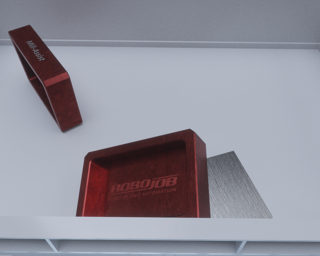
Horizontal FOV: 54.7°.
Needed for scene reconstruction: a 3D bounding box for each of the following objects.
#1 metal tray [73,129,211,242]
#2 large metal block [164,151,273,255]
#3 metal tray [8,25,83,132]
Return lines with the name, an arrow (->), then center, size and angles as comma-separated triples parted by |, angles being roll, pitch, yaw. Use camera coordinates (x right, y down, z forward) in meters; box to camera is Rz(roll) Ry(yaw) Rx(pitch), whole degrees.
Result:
metal tray -> -0.019, 0.059, 0.305 | 0.130, 0.030, 0.090 | -14, 57, 24
large metal block -> 0.054, 0.079, 0.323 | 0.081, 0.050, 0.080 | -14, 52, -12
metal tray -> -0.154, -0.068, 0.417 | 0.030, 0.089, 0.130 | -28, 56, -22
